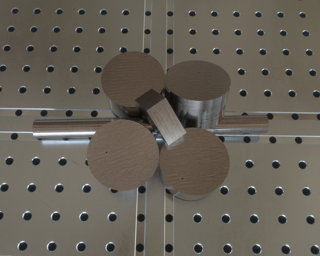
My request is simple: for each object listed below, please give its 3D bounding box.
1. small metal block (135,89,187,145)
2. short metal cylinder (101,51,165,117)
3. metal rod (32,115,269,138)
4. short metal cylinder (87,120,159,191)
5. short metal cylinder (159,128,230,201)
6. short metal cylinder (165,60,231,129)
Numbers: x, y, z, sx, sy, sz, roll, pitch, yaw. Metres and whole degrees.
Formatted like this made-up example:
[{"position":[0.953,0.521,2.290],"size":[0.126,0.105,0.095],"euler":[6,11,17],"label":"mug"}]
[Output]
[{"position":[0.000,-0.014,0.362],"size":[0.025,0.050,0.050],"euler":[-35,116,-6],"label":"small metal block"},{"position":[-0.034,-0.054,0.414],"size":[0.081,0.050,0.080],"euler":[0,70,0],"label":"short metal cylinder"},{"position":[-0.011,-0.002,0.408],"size":[0.302,0.025,0.025],"euler":[-1,70,-1],"label":"metal rod"},{"position":[-0.041,0.030,0.370],"size":[0.081,0.050,0.079],"euler":[0,90,-1],"label":"short metal cylinder"},{"position":[0.040,0.045,0.378],"size":[0.081,0.050,0.080],"euler":[0,70,0],"label":"short metal cylinder"},{"position":[0.046,-0.043,0.396],"size":[0.081,0.050,0.080],"euler":[0,47,0],"label":"short metal cylinder"}]
